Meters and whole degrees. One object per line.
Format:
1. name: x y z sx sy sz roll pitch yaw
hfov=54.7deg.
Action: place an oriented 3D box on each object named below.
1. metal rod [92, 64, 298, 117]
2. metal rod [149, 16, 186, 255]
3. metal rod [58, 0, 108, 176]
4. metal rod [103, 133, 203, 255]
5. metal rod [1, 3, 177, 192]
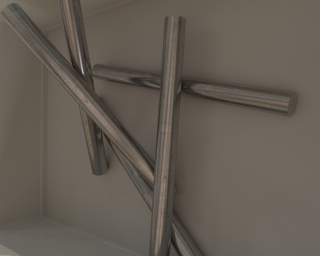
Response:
1. metal rod: 0.016 -0.056 0.393 0.300 0.025 0.025 16 100 38
2. metal rod: 0.008 0.023 0.366 0.025 0.025 0.298 6 94 40
3. metal rod: -0.101 -0.061 0.412 0.025 0.025 0.298 24 130 37
4. metal rod: -0.032 0.062 0.433 0.025 0.025 0.300 -51 60 28
5. metal rod: -0.084 -0.029 0.387 0.025 0.025 0.300 -37 96 34
